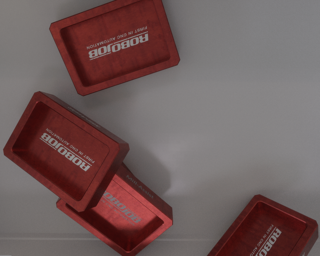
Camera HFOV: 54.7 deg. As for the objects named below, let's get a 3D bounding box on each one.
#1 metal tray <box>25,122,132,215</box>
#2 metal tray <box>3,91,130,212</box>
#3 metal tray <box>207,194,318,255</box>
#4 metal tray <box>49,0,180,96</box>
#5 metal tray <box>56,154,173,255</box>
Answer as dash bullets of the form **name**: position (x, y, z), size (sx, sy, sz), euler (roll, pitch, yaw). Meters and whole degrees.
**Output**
- **metal tray**: position (-0.105, 0.056, 0.428), size (0.090, 0.030, 0.130), euler (-33, 107, 11)
- **metal tray**: position (-0.113, 0.026, 0.369), size (0.130, 0.030, 0.090), euler (32, 94, 15)
- **metal tray**: position (0.131, 0.156, 0.401), size (0.131, 0.090, 0.030), euler (-42, 131, -25)
- **metal tray**: position (-0.051, -0.101, 0.370), size (0.131, 0.030, 0.090), euler (-17, 109, 6)
- **metal tray**: position (-0.058, 0.106, 0.414), size (0.130, 0.030, 0.090), euler (43, 104, -14)
